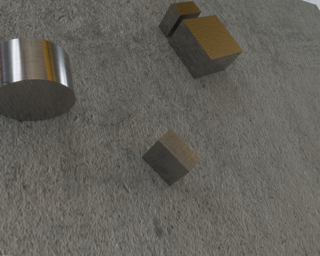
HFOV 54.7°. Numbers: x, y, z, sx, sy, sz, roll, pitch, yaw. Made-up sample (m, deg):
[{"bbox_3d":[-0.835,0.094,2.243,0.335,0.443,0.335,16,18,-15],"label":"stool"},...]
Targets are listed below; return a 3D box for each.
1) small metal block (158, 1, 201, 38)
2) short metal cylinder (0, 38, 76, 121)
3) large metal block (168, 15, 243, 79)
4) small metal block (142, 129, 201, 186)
[{"bbox_3d":[0.033,-0.182,0.519,0.050,0.050,0.025,-24,75,-37],"label":"small metal block"},{"bbox_3d":[-0.134,-0.048,0.327,0.081,0.080,0.050,-1,63,-29],"label":"short metal cylinder"},{"bbox_3d":[0.075,-0.135,0.513,0.081,0.050,0.080,-23,74,-36],"label":"large metal block"},{"bbox_3d":[0.012,0.036,0.374,0.050,0.050,0.025,46,51,3],"label":"small metal block"}]
